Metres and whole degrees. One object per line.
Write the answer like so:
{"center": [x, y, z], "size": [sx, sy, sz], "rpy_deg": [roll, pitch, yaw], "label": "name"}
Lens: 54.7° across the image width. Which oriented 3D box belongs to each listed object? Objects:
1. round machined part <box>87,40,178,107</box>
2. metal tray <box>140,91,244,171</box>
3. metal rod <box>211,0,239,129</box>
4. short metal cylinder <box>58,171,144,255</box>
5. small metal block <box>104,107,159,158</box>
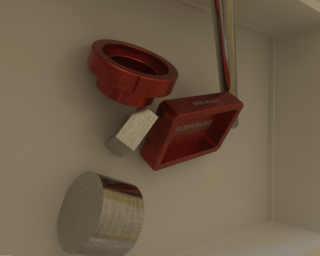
{"center": [-0.033, -0.058, 0.346], "size": [0.099, 0.098, 0.042], "rpy_deg": [-3, 128, -40], "label": "round machined part"}
{"center": [0.044, 0.002, 0.410], "size": [0.131, 0.030, 0.089], "rpy_deg": [-12, 137, -40], "label": "metal tray"}
{"center": [0.084, -0.100, 0.397], "size": [0.025, 0.025, 0.299], "rpy_deg": [-54, 147, -26], "label": "metal rod"}
{"center": [-0.062, 0.090, 0.321], "size": [0.050, 0.080, 0.080], "rpy_deg": [27, 73, -37], "label": "short metal cylinder"}
{"center": [-0.034, 0.004, 0.360], "size": [0.025, 0.050, 0.050], "rpy_deg": [40, 64, -11], "label": "small metal block"}
